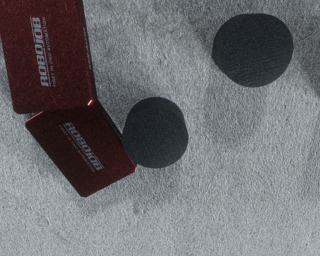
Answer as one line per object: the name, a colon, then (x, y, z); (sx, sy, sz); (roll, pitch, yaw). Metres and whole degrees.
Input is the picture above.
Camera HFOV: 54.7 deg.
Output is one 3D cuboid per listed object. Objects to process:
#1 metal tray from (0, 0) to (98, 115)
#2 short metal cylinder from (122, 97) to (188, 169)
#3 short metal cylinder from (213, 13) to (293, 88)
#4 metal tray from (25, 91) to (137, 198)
metal tray: (-0.128, -0.085, 0.357); (0.091, 0.030, 0.129); (-8, 95, 2)
short metal cylinder: (-0.006, 0.005, 0.398); (0.081, 0.050, 0.079); (0, 110, 0)
short metal cylinder: (0.106, -0.092, 0.363); (0.081, 0.050, 0.079); (0, 110, 0)
metal tray: (-0.101, 0.020, 0.413); (0.090, 0.030, 0.130); (-29, 108, 10)
